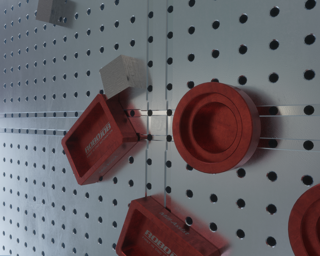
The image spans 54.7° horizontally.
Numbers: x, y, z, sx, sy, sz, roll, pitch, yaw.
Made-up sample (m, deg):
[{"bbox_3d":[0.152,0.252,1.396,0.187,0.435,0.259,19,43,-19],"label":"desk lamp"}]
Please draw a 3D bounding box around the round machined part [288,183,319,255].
[{"bbox_3d":[0.165,0.090,0.262,0.098,0.042,0.097,0,90,40],"label":"round machined part"}]

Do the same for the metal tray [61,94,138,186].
[{"bbox_3d":[-0.100,0.020,0.488,0.129,0.030,0.090,-44,64,31],"label":"metal tray"}]

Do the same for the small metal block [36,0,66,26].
[{"bbox_3d":[-0.204,-0.222,0.579,0.050,0.025,0.050,24,105,37],"label":"small metal block"}]

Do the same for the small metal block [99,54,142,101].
[{"bbox_3d":[-0.059,-0.073,0.458,0.050,0.025,0.050,-24,75,37],"label":"small metal block"}]

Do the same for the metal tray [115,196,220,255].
[{"bbox_3d":[0.004,0.161,0.402,0.130,0.030,0.089,30,108,36],"label":"metal tray"}]

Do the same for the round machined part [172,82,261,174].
[{"bbox_3d":[0.065,0.000,0.345,0.098,0.042,0.097,0,90,40],"label":"round machined part"}]
